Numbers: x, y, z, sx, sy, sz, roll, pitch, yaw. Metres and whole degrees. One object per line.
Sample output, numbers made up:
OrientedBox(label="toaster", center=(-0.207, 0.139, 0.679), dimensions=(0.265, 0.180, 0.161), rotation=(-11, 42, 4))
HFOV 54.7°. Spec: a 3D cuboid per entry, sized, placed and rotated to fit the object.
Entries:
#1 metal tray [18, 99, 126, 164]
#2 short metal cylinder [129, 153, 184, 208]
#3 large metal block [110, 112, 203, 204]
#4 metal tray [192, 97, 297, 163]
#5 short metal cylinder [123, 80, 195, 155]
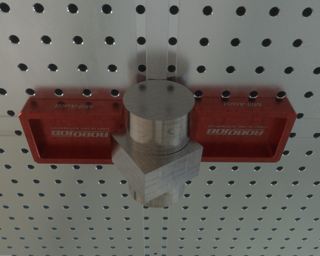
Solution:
OrientedBox(label="metal tray", center=(-0.107, 0.007, 0.413), dimensions=(0.131, 0.030, 0.089), rotation=(1, 130, -1))
OrientedBox(label="short metal cylinder", center=(-0.004, 0.062, 0.428), dimensions=(0.081, 0.080, 0.050), rotation=(1, 130, -1))
OrientedBox(label="large metal block", center=(-0.006, 0.033, 0.384), dimensions=(0.081, 0.080, 0.050), rotation=(-22, 136, -27))
OrientedBox(label="metal tray", center=(0.102, 0.005, 0.413), dimensions=(0.131, 0.030, 0.089), rotation=(1, 130, -1))
OrientedBox(label="short metal cylinder", center=(-0.002, -0.014, 0.363), dimensions=(0.081, 0.080, 0.050), rotation=(1, 130, -1))
